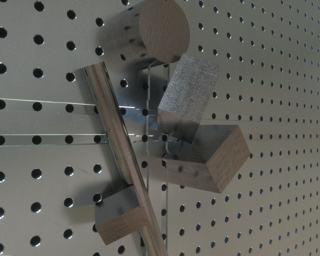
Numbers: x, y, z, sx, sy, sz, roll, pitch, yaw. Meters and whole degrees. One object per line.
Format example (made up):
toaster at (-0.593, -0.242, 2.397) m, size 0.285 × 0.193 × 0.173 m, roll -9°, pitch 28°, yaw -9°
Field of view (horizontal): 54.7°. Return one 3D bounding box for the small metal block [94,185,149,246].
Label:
small metal block at (-0.044, 0.095, 0.346) m, size 0.050 × 0.050 × 0.025 m, roll -25°, pitch 109°, yaw -6°

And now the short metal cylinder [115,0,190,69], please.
short metal cylinder at (-0.009, -0.117, 0.387) m, size 0.081 × 0.050 × 0.079 m, roll 0°, pitch 90°, yaw -40°

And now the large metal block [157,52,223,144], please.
large metal block at (0.036, -0.035, 0.397) m, size 0.050 × 0.080 × 0.080 m, roll 22°, pitch 71°, yaw 7°

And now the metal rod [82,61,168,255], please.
metal rod at (-0.033, 0.067, 0.383) m, size 0.025 × 0.025 × 0.298 m, roll -28°, pitch 108°, yaw -37°

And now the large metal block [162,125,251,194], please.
large metal block at (0.064, 0.039, 0.430) m, size 0.080 × 0.080 × 0.050 m, roll -44°, pitch 117°, yaw -31°
